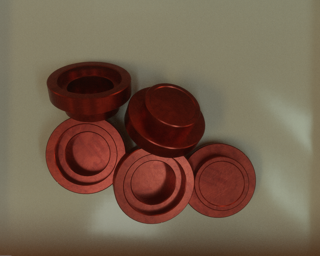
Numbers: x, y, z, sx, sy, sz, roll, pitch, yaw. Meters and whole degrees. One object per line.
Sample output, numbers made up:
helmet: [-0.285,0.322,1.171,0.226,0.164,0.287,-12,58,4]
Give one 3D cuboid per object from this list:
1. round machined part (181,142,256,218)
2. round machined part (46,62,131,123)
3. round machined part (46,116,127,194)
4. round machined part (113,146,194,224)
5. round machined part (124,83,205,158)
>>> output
round machined part: [0.076,0.068,0.402,0.099,0.042,0.097,0,90,-1]
round machined part: [-0.085,-0.043,0.382,0.099,0.098,0.042,3,126,-1]
round machined part: [-0.091,0.032,0.399,0.099,0.042,0.097,0,90,-1]
round machined part: [-0.010,0.066,0.390,0.099,0.042,0.097,-2,96,-13]
round machined part: [0.010,-0.016,0.374,0.099,0.042,0.098,11,49,-13]
